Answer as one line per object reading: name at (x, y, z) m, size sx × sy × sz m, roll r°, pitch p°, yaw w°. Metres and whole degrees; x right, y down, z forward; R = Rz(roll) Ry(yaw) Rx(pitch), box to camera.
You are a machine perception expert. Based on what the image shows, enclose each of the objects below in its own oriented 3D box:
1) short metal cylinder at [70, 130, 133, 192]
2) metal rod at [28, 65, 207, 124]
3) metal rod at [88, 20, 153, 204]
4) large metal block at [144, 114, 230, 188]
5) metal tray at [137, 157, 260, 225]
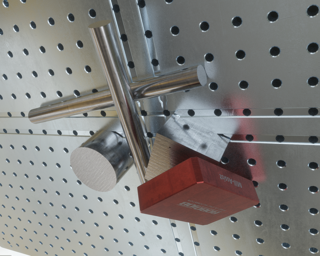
short metal cylinder at (-0.088, 0.050, 0.472) m, size 0.080 × 0.050 × 0.079 m, roll 13°, pitch 124°, yaw 21°
metal rod at (-0.079, -0.039, 0.428) m, size 0.300 × 0.025 × 0.025 m, roll -9°, pitch 114°, yaw 32°
metal rod at (-0.033, 0.010, 0.410) m, size 0.025 × 0.025 × 0.298 m, roll 5°, pitch 129°, yaw 26°
large metal block at (0.034, 0.041, 0.403) m, size 0.080 × 0.050 × 0.079 m, roll 25°, pitch 127°, yaw 13°
metal tray at (0.049, 0.082, 0.376) m, size 0.090 × 0.030 × 0.131 m, roll -34°, pitch 140°, yaw 30°
